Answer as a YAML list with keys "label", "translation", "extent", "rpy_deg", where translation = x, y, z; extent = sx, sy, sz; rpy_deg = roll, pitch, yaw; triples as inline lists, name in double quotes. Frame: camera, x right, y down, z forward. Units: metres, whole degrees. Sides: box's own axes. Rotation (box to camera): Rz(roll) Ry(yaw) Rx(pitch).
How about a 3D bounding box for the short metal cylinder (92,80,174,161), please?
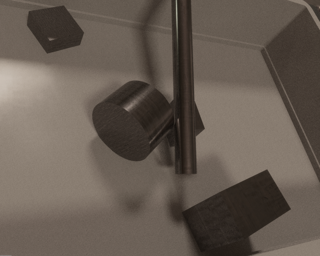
- label: "short metal cylinder"
  translation: [-0.031, -0.008, 0.360]
  extent: [0.080, 0.080, 0.050]
  rpy_deg: [43, 51, 1]

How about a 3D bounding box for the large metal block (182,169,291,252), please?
- label: "large metal block"
  translation: [0.086, 0.096, 0.360]
  extent: [0.081, 0.080, 0.050]
  rpy_deg: [-15, 70, -34]

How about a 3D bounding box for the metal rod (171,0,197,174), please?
- label: "metal rod"
  translation: [0.028, -0.094, 0.382]
  extent: [0.025, 0.025, 0.298]
  rpy_deg: [4, 79, -27]

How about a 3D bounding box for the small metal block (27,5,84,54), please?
- label: "small metal block"
  translation: [-0.139, -0.132, 0.412]
  extent: [0.050, 0.025, 0.050]
  rpy_deg: [-29, 78, -38]

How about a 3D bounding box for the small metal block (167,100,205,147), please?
- label: "small metal block"
  translation: [0.028, -0.009, 0.412]
  extent: [0.025, 0.050, 0.050]
  rpy_deg: [-3, 63, -30]
